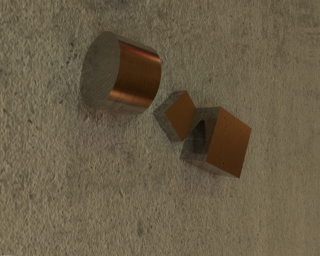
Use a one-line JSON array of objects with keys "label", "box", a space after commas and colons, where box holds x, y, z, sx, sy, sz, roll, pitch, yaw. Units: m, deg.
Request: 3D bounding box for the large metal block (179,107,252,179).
[{"label": "large metal block", "box": [0.084, 0.022, 0.459, 0.080, 0.050, 0.080, 28, 72, -37]}]

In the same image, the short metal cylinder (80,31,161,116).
[{"label": "short metal cylinder", "box": [-0.044, -0.056, 0.332, 0.050, 0.080, 0.080, 10, 84, -40]}]

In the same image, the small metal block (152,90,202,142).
[{"label": "small metal block", "box": [0.025, -0.016, 0.425, 0.050, 0.025, 0.050, -47, 118, -30]}]
